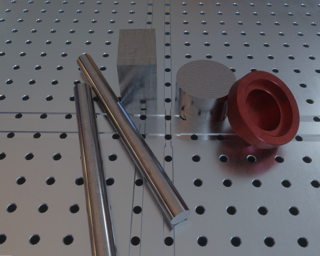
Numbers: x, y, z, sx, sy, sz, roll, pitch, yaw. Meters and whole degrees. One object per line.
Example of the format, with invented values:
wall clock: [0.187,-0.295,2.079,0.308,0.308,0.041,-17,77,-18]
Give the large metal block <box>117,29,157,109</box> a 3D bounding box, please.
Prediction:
large metal block: [-0.030,-0.084,0.442,0.050,0.080,0.080,-1,50,-2]

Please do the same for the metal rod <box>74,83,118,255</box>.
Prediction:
metal rod: [-0.077,0.055,0.360,0.025,0.025,0.300,-11,51,-9]

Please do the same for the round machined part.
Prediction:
round machined part: [0.126,-0.020,0.397,0.099,0.042,0.098,8,70,-23]

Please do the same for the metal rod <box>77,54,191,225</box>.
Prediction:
metal rod: [-0.049,-0.007,0.412,0.025,0.025,0.300,-22,54,-18]

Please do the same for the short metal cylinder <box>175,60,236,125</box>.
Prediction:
short metal cylinder: [0.062,-0.051,0.435,0.081,0.050,0.080,0,50,0]
